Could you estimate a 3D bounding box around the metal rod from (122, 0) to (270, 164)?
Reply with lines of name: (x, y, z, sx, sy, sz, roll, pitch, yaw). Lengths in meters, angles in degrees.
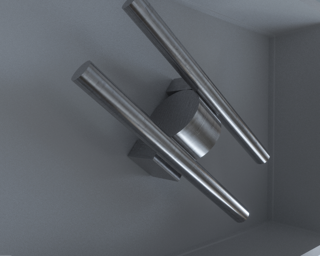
metal rod: (0.063, -0.043, 0.395, 0.300, 0.025, 0.025, 43, 64, -32)

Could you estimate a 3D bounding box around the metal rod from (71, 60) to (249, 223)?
metal rod: (0.021, 0.035, 0.361, 0.300, 0.025, 0.025, 43, 64, -31)

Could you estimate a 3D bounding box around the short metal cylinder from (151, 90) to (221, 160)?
short metal cylinder: (0.030, -0.003, 0.396, 0.050, 0.080, 0.080, 44, 63, -32)

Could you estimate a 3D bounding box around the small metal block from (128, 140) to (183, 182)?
small metal block: (-0.003, 0.041, 0.387, 0.050, 0.050, 0.025, 44, 63, -32)

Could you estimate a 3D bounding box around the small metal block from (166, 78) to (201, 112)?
small metal block: (0.045, -0.045, 0.428, 0.050, 0.050, 0.025, 44, 63, -32)
